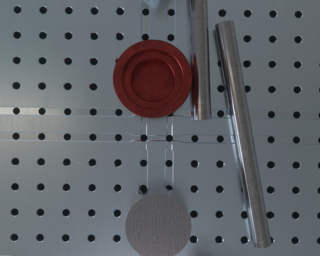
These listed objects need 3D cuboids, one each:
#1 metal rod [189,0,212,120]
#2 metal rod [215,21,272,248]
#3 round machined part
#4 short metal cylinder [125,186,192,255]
[{"bbox_3d":[0.051,-0.160,0.413,0.025,0.025,0.298,-2,90,0],"label":"metal rod"},{"bbox_3d":[0.111,0.008,0.413,0.025,0.025,0.298,-10,90,0],"label":"metal rod"},{"bbox_3d":[-0.009,-0.061,0.405,0.099,0.042,0.097,0,90,0],"label":"round machined part"},{"bbox_3d":[-0.002,0.120,0.401,0.081,0.050,0.080,0,90,0],"label":"short metal cylinder"}]
